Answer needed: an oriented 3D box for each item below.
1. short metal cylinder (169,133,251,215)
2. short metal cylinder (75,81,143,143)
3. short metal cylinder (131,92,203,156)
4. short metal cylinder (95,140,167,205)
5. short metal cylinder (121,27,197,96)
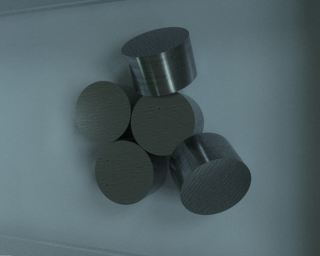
[{"bbox_3d":[0.055,0.052,0.354,0.081,0.050,0.079,-7,122,-11],"label":"short metal cylinder"},{"bbox_3d":[-0.065,-0.020,0.417,0.080,0.050,0.079,0,90,19],"label":"short metal cylinder"},{"bbox_3d":[0.011,-0.007,0.391,0.080,0.050,0.079,0,90,19],"label":"short metal cylinder"},{"bbox_3d":[-0.037,0.055,0.407,0.080,0.050,0.079,0,90,19],"label":"short metal cylinder"},{"bbox_3d":[0.000,-0.081,0.371,0.080,0.080,0.050,-3,127,19],"label":"short metal cylinder"}]
